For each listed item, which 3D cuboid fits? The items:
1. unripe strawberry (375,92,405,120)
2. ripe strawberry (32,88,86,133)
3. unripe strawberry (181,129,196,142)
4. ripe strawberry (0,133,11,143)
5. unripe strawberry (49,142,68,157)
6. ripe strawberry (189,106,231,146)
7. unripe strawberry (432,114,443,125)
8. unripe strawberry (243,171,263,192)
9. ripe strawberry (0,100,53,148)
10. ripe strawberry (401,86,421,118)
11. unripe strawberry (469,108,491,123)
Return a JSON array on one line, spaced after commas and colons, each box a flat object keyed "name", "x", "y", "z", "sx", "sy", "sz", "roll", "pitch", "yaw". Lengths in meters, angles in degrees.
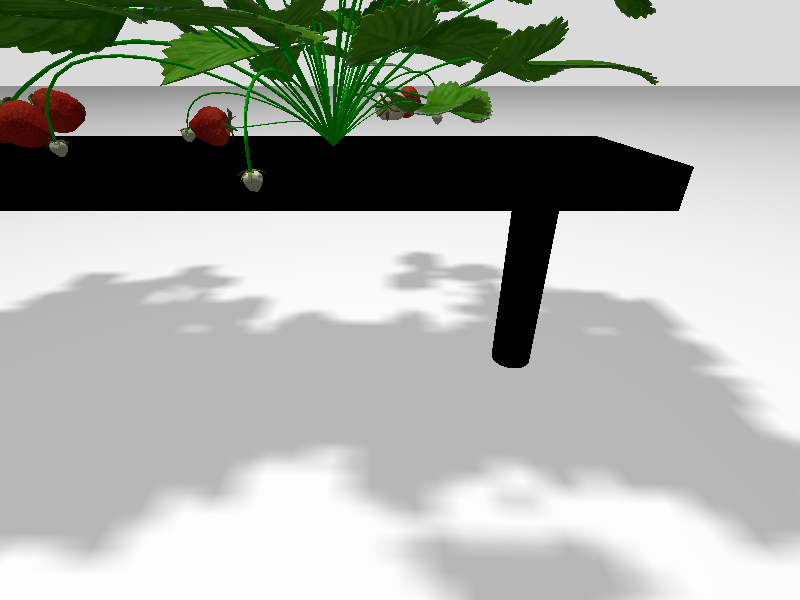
[{"name": "unripe strawberry", "x": -0.010, "y": -0.238, "z": 0.489, "sx": 0.040, "sy": 0.034, "sz": 0.040, "roll": 7, "pitch": 30, "yaw": 11}, {"name": "ripe strawberry", "x": -0.331, "y": -0.185, "z": 0.391, "sx": 0.038, "sy": 0.040, "sz": 0.035, "roll": -12, "pitch": 32, "yaw": -22}, {"name": "unripe strawberry", "x": -0.163, "y": -0.127, "z": 0.309, "sx": 0.010, "sy": 0.010, "sz": 0.009, "roll": -5, "pitch": 30, "yaw": -8}, {"name": "ripe strawberry", "x": -0.343, "y": -0.150, "z": 0.346, "sx": 0.030, "sy": 0.031, "sz": 0.029, "roll": 37, "pitch": 26, "yaw": -14}, {"name": "unripe strawberry", "x": -0.228, "y": -0.101, "z": 0.268, "sx": 0.010, "sy": 0.010, "sz": 0.011, "roll": -11, "pitch": 31, "yaw": -18}, {"name": "ripe strawberry", "x": -0.150, "y": -0.137, "z": 0.317, "sx": 0.030, "sy": 0.029, "sz": 0.033, "roll": -3, "pitch": 30, "yaw": -4}, {"name": "unripe strawberry", "x": 0.039, "y": -0.191, "z": 0.423, "sx": 0.011, "sy": 0.011, "sz": 0.011, "roll": 22, "pitch": 36, "yaw": 34}, {"name": "unripe strawberry", "x": -0.071, "y": -0.057, "z": 0.192, "sx": 0.009, "sy": 0.010, "sz": 0.010, "roll": 3, "pitch": 30, "yaw": 5}, {"name": "ripe strawberry", "x": -0.300, "y": -0.140, "z": 0.323, "sx": 0.035, "sy": 0.035, "sz": 0.033, "roll": 31, "pitch": 25, "yaw": -16}, {"name": "ripe strawberry", "x": 0.011, "y": -0.261, "z": 0.528, "sx": 0.033, "sy": 0.038, "sz": 0.036, "roll": 8, "pitch": 30, "yaw": 13}, {"name": "unripe strawberry", "x": 0.094, "y": -0.222, "z": 0.470, "sx": 0.028, "sy": 0.026, "sz": 0.026, "roll": 23, "pitch": 36, "yaw": 35}]
